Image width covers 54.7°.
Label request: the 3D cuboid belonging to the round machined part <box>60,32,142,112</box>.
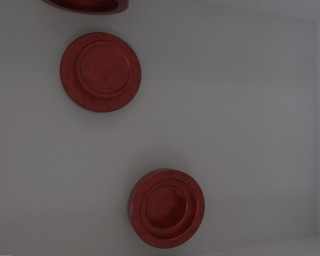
[{"bbox_3d":[-0.069,-0.068,0.376,0.099,0.042,0.097,0,90,-20],"label":"round machined part"}]

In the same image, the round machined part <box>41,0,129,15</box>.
[{"bbox_3d":[-0.083,-0.160,0.340,0.099,0.098,0.042,2,94,-20],"label":"round machined part"}]

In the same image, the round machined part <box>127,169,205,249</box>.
[{"bbox_3d":[0.005,0.101,0.403,0.099,0.042,0.097,0,90,-20],"label":"round machined part"}]
